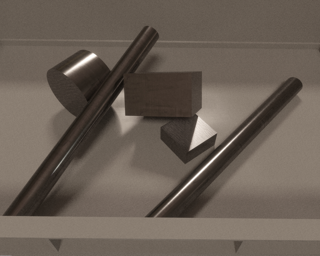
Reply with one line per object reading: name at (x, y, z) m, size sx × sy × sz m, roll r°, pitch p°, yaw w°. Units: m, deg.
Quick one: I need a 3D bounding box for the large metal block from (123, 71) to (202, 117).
large metal block at (0.007, -0.045, 0.393) m, size 0.080 × 0.050 × 0.080 m, roll 2°, pitch 11°, yaw 15°

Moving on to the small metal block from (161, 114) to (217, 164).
small metal block at (0.036, 0.010, 0.397) m, size 0.050 × 0.025 × 0.050 m, roll -30°, pitch 57°, yaw -23°

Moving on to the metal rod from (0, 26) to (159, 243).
metal rod at (-0.085, -0.010, 0.367) m, size 0.025 × 0.025 × 0.300 m, roll 24°, pitch 68°, yaw 18°

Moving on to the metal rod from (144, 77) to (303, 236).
metal rod at (0.096, 0.018, 0.390) m, size 0.025 × 0.025 × 0.302 m, roll 36°, pitch 58°, yaw 26°

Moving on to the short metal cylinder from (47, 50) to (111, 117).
short metal cylinder at (-0.104, -0.057, 0.416) m, size 0.080 × 0.080 × 0.050 m, roll 31°, pitch 56°, yaw 23°
